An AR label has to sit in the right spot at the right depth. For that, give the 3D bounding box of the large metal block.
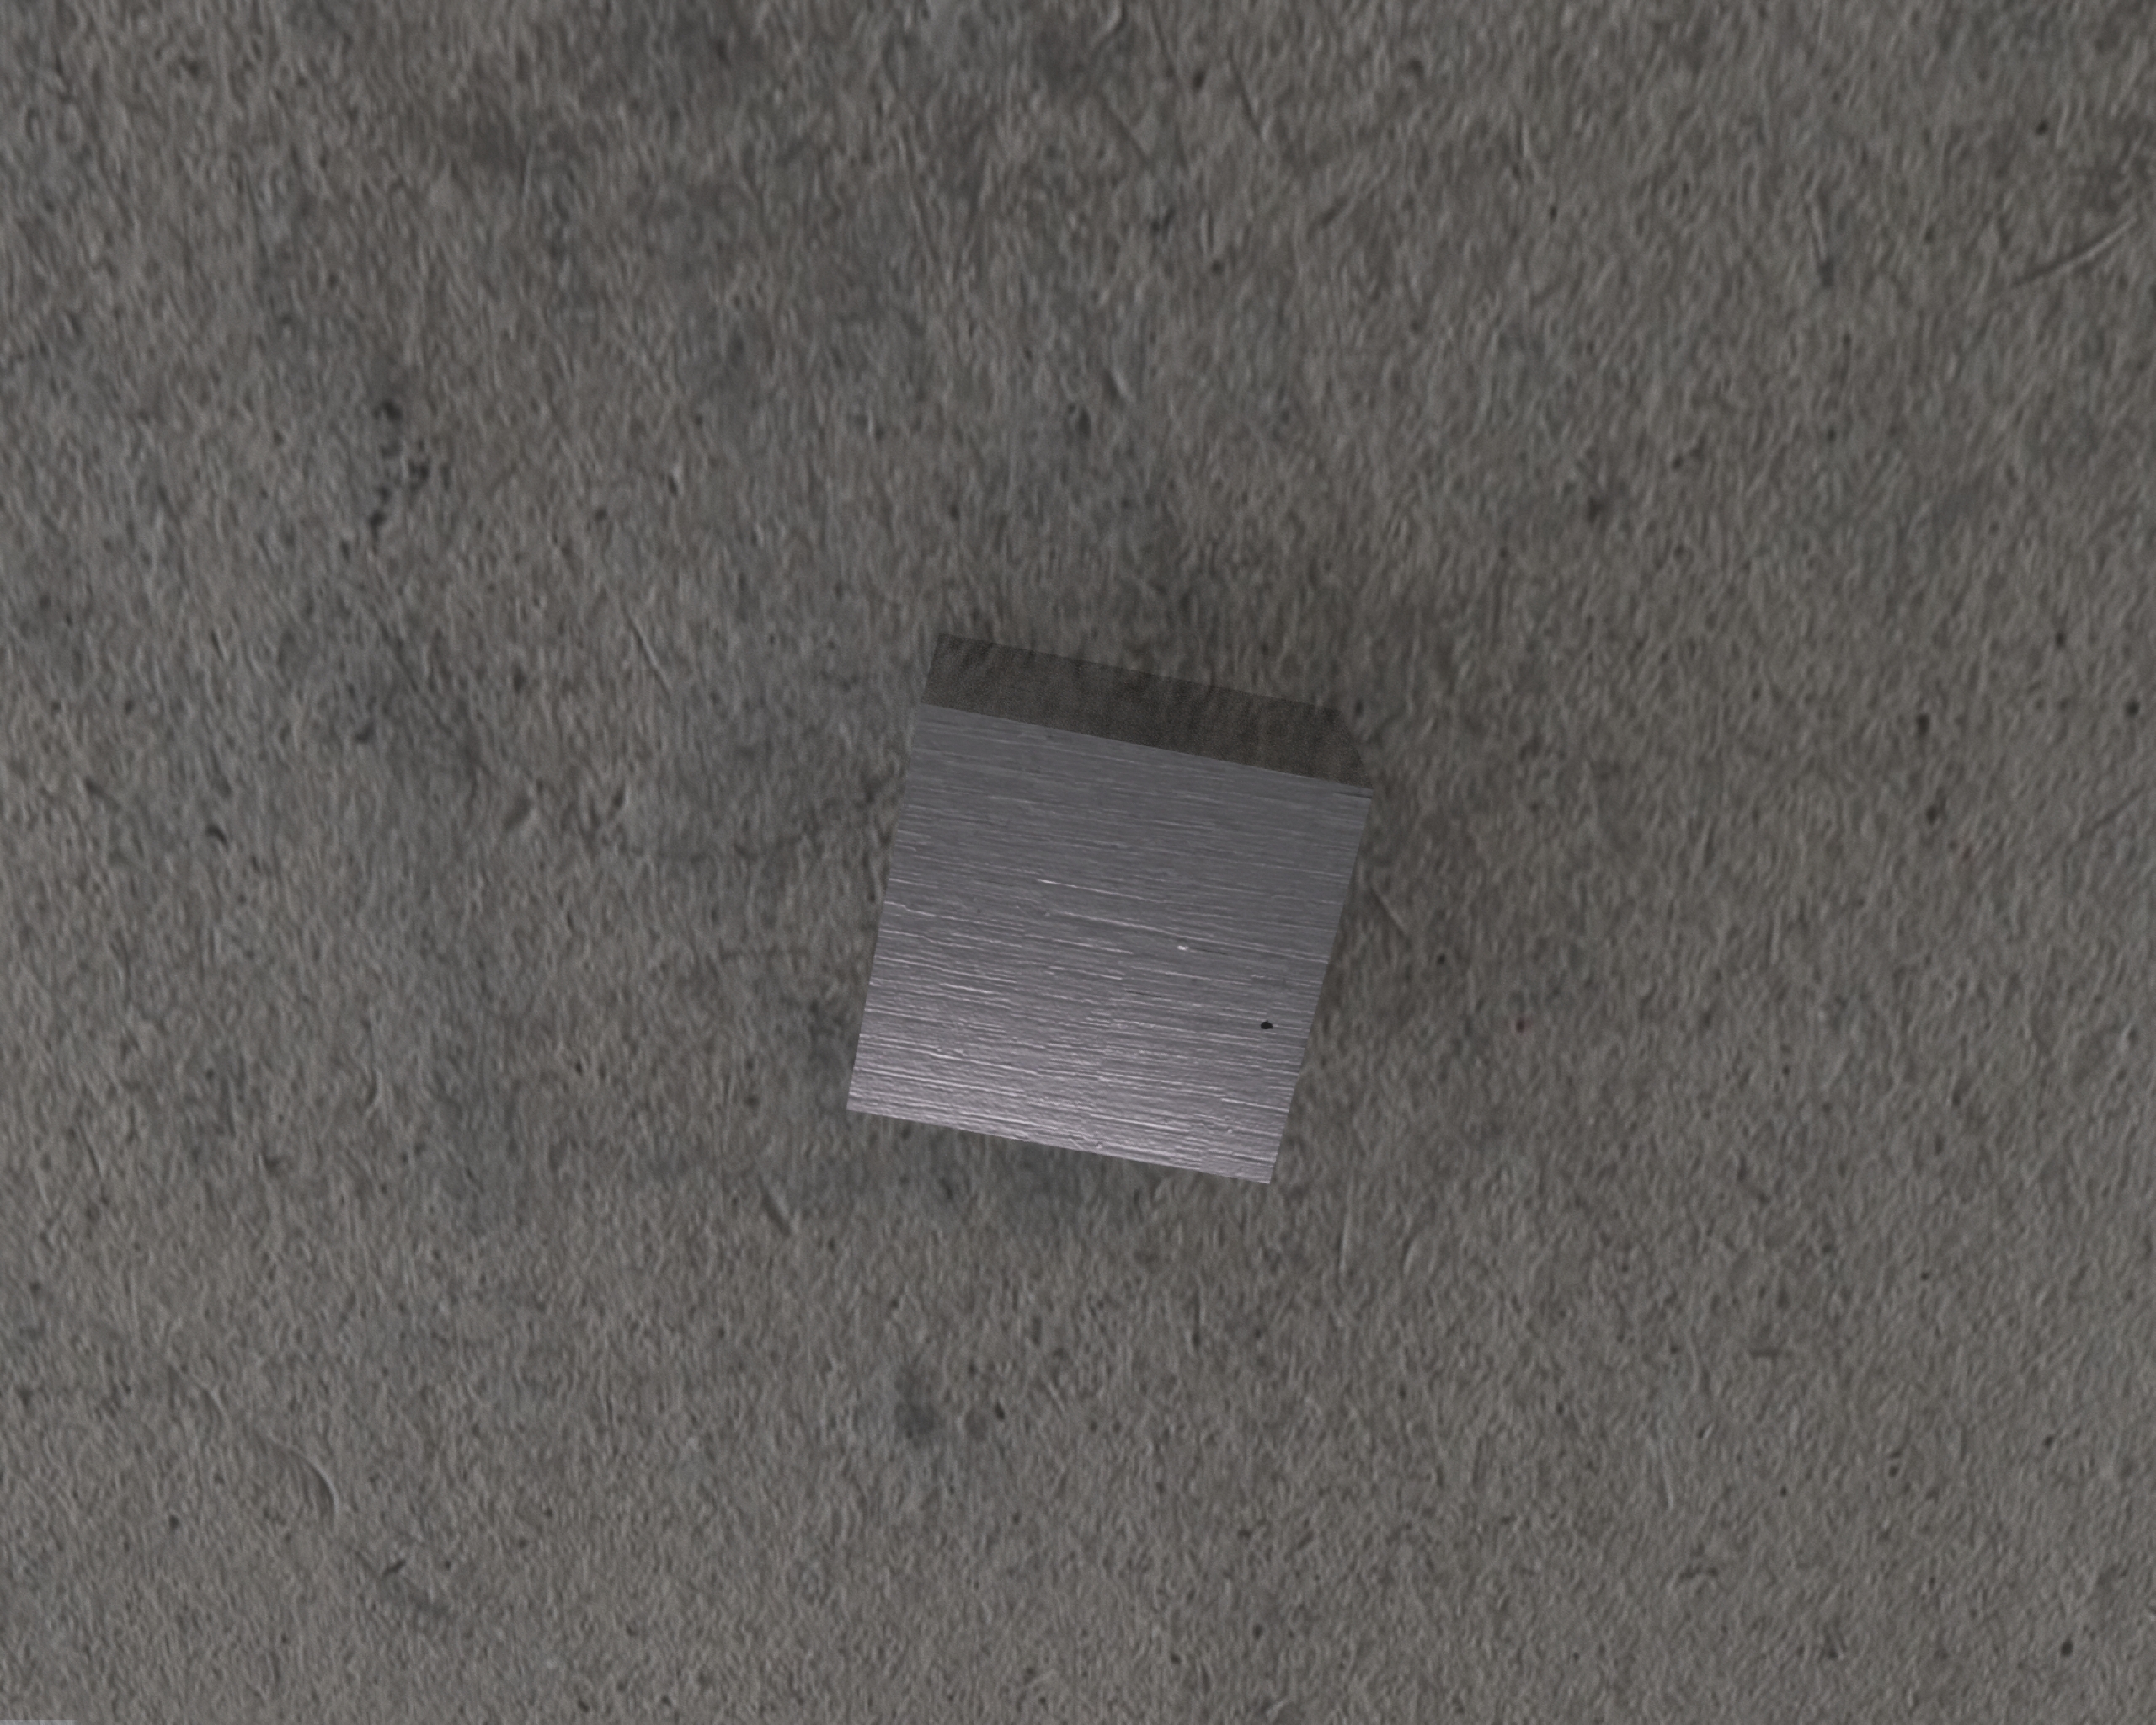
[{"bbox_3d":[0.005,0.008,0.399,0.080,0.050,0.079,11,110,-4],"label":"large metal block"}]
